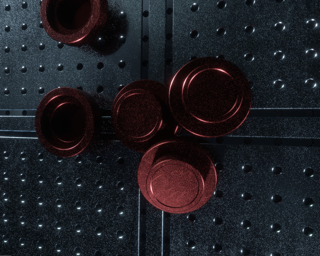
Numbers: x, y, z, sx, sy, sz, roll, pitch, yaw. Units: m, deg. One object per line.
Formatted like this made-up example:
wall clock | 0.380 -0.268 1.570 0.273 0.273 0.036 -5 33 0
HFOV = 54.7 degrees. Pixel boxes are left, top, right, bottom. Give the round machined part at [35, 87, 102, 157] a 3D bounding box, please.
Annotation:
round machined part | -0.126 -0.008 0.447 0.098 0.042 0.097 0 90 19

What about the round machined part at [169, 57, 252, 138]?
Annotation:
round machined part | 0.060 -0.038 0.367 0.099 0.042 0.097 0 85 2

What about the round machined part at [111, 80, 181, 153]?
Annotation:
round machined part | -0.022 -0.016 0.410 0.098 0.042 0.097 0 90 19

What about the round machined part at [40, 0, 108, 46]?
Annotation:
round machined part | -0.117 -0.165 0.443 0.098 0.042 0.097 0 90 19

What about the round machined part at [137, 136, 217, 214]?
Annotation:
round machined part | 0.020 0.063 0.380 0.099 0.042 0.097 2 106 7
